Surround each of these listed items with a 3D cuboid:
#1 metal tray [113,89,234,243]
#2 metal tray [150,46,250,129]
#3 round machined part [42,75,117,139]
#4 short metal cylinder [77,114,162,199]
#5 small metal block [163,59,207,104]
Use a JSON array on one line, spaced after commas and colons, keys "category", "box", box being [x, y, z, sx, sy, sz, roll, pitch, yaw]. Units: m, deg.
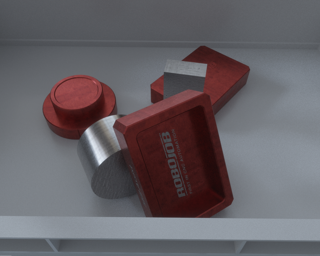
[{"category": "metal tray", "box": [0.018, 0.037, 0.308, 0.091, 0.129, 0.030, -25, 23, -20]}, {"category": "metal tray", "box": [0.060, -0.065, 0.457, 0.090, 0.030, 0.131, 33, 57, 24]}, {"category": "round machined part", "box": [-0.110, -0.035, 0.422, 0.099, 0.042, 0.098, 0, 50, 0]}, {"category": "short metal cylinder", "box": [-0.044, 0.032, 0.339, 0.081, 0.080, 0.050, -21, 48, -17]}, {"category": "small metal block", "box": [0.032, -0.058, 0.398, 0.050, 0.050, 0.025, 8, 51, 7]}]
